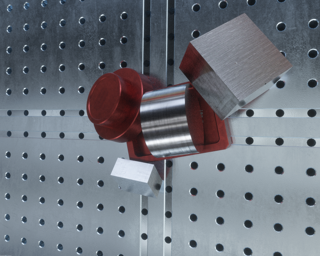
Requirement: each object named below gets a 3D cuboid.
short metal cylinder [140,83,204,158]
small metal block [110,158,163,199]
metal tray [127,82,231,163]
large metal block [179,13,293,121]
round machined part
[{"bbox_3d":[0.017,-0.008,0.360,0.050,0.080,0.080,-9,87,19],"label":"short metal cylinder"},{"bbox_3d":[-0.029,0.066,0.403,0.050,0.050,0.025,8,59,20],"label":"small metal block"},{"bbox_3d":[0.018,-0.007,0.401,0.130,0.030,0.089,-12,86,19],"label":"metal tray"},{"bbox_3d":[0.082,-0.068,0.345,0.080,0.050,0.080,-32,78,-20],"label":"large metal block"},{"bbox_3d":[-0.058,-0.033,0.400,0.098,0.042,0.098,-16,66,39],"label":"round machined part"}]
